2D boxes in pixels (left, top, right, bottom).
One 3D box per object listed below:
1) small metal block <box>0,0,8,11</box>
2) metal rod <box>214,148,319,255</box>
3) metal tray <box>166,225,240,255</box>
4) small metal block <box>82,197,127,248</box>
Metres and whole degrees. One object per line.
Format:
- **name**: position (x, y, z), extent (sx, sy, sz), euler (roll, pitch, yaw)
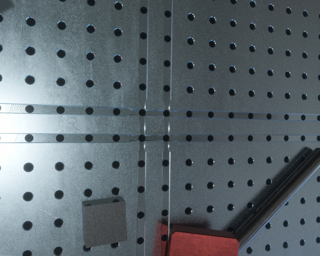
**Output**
- **small metal block**: position (-0.192, -0.154, 0.328), extent (0.025, 0.050, 0.050), euler (-38, 103, -16)
- **metal rod**: position (0.156, 0.134, 0.472), extent (0.301, 0.025, 0.025), euler (-39, 103, -16)
- **metal tray**: position (0.051, 0.204, 0.416), extent (0.091, 0.030, 0.129), euler (8, 87, -1)
- **small metal block**: position (-0.070, 0.117, 0.388), extent (0.050, 0.025, 0.050), euler (-3, 91, -20)
